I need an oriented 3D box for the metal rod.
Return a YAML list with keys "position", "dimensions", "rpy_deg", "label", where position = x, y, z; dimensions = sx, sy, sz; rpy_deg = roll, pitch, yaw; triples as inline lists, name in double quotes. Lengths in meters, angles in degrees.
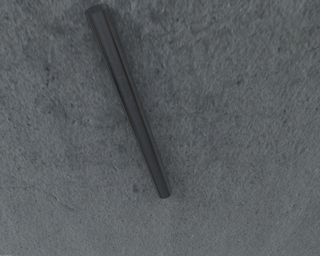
- position: [-0.028, -0.007, 0.400]
  dimensions: [0.025, 0.025, 0.299]
  rpy_deg: [-11, 130, 8]
  label: "metal rod"
